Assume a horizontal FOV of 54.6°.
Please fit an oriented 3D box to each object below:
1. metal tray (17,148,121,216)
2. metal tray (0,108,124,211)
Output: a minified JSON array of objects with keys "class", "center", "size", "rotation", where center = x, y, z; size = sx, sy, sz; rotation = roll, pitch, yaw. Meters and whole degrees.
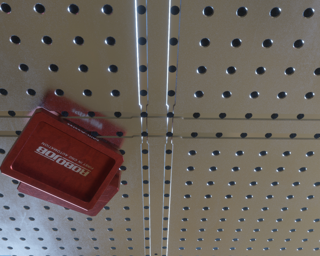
[{"class":"metal tray","center":[-0.139,0.084,0.478],"size":[0.131,0.030,0.090],"rotation":[26,125,-21]},{"class":"metal tray","center":[-0.126,0.044,0.414],"size":[0.130,0.030,0.090],"rotation":[32,91,-23]}]
